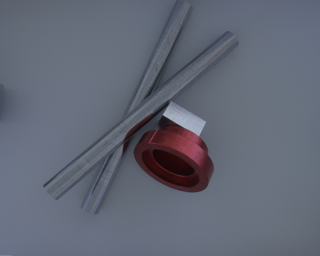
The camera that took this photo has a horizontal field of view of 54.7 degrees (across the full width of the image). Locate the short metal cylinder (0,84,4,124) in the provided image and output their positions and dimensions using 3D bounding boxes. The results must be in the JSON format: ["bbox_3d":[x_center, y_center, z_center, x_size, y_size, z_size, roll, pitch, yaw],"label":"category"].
[{"bbox_3d":[-0.239,-0.034,0.381,0.081,0.080,0.050,6,90,-1],"label":"short metal cylinder"}]

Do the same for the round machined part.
[{"bbox_3d":[0.020,0.034,0.383,0.098,0.097,0.042,31,58,-1],"label":"round machined part"}]

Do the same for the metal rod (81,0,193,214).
[{"bbox_3d":[-0.030,-0.028,0.410,0.025,0.025,0.299,25,90,-1],"label":"metal rod"}]

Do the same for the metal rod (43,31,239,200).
[{"bbox_3d":[-0.017,-0.022,0.388,0.301,0.025,0.025,-41,90,-9],"label":"metal rod"}]

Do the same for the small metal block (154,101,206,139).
[{"bbox_3d":[0.023,0.000,0.396,0.050,0.050,0.025,31,57,-1],"label":"small metal block"}]
